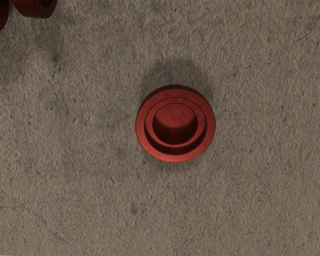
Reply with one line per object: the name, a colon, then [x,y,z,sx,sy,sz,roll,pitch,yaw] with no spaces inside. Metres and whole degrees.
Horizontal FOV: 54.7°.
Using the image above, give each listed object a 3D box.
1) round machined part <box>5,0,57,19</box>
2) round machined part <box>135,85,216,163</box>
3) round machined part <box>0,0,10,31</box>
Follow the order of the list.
round machined part: [-0.137,-0.162,0.309,0.042,0.098,0.097,4,110,-2]
round machined part: [0.019,-0.008,0.398,0.099,0.042,0.097,0,110,-1]
round machined part: [-0.203,-0.137,0.333,0.098,0.042,0.097,9,109,28]
